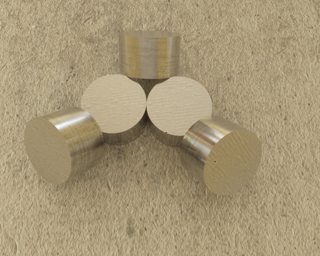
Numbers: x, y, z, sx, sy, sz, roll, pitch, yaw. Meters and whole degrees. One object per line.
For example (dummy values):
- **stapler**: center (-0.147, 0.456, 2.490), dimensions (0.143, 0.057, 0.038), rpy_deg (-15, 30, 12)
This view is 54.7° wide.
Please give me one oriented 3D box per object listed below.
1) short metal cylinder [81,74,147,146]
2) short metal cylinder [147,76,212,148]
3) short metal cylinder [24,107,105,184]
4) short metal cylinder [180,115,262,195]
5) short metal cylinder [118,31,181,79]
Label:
- **short metal cylinder**: center (-0.057, -0.023, 0.403), dimensions (0.081, 0.050, 0.080), rpy_deg (0, 70, 0)
- **short metal cylinder**: center (0.024, -0.020, 0.403), dimensions (0.081, 0.050, 0.080), rpy_deg (0, 70, 0)
- **short metal cylinder**: center (-0.113, 0.019, 0.365), dimensions (0.080, 0.080, 0.050), rpy_deg (45, 36, 14)
- **short metal cylinder**: center (0.071, 0.031, 0.363), dimensions (0.080, 0.080, 0.050), rpy_deg (-35, 32, -12)
- **short metal cylinder**: center (-0.014, -0.099, 0.410), dimensions (0.080, 0.080, 0.050), rpy_deg (2, 113, 0)
